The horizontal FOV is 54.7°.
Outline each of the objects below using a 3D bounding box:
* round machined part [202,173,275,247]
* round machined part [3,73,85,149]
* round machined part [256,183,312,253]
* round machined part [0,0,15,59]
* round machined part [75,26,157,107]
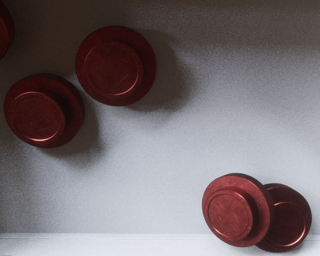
[{"bbox_3d":[0.100,0.112,0.418,0.098,0.042,0.097,2,94,35],"label":"round machined part"},{"bbox_3d":[-0.149,-0.018,0.394,0.099,0.042,0.097,0,110,-1],"label":"round machined part"},{"bbox_3d":[0.169,0.132,0.441,0.099,0.042,0.097,0,95,-2],"label":"round machined part"},{"bbox_3d":[-0.211,-0.121,0.341,0.099,0.042,0.097,1,137,1],"label":"round machined part"},{"bbox_3d":[-0.053,-0.072,0.375,0.099,0.042,0.097,0,110,-1],"label":"round machined part"}]
